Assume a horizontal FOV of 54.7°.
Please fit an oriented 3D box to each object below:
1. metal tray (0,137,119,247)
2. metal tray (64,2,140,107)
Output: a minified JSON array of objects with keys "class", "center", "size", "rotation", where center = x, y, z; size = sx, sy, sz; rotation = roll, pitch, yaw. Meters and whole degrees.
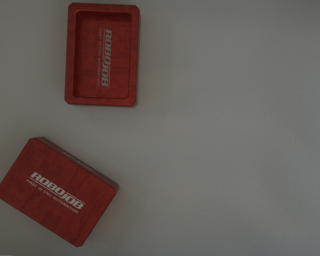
[{"class":"metal tray","center":[-0.132,0.082,0.408],"size":[0.130,0.030,0.090],"rotation":[33,90,0]},{"class":"metal tray","center":[-0.074,-0.093,0.408],"size":[0.091,0.030,0.129],"rotation":[2,90,0]}]
